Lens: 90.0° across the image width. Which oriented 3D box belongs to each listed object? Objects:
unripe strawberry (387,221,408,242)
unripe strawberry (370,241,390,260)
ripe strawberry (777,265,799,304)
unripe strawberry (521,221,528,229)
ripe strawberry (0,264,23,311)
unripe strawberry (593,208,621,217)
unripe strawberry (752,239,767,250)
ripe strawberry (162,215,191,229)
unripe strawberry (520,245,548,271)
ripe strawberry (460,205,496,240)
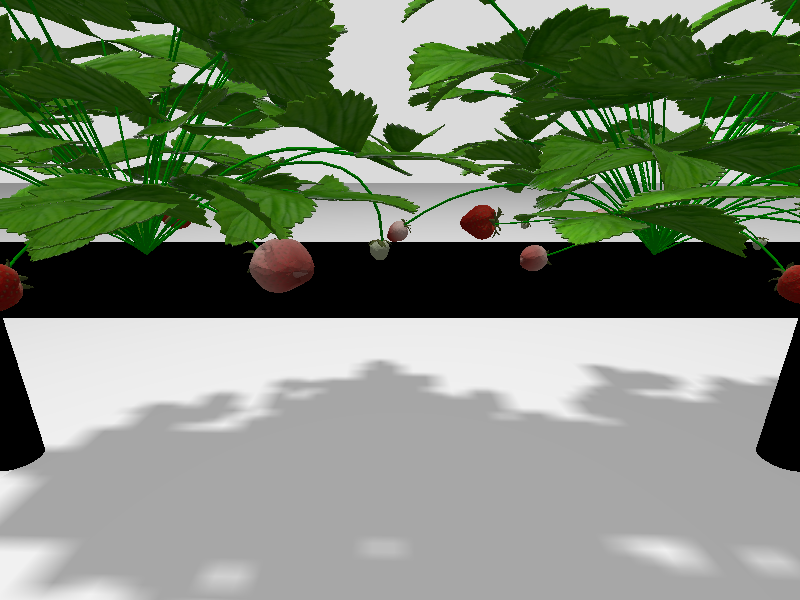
[{"bbox_3d":[-0.003,-0.069,0.411,0.023,0.020,0.023,-36,5,23],"label":"unripe strawberry"},{"bbox_3d":[-0.016,-0.038,0.309,0.016,0.015,0.014,4,18,11],"label":"unripe strawberry"},{"bbox_3d":[0.218,-0.008,0.217,0.018,0.021,0.020,1,31,3],"label":"ripe strawberry"},{"bbox_3d":[0.157,-0.095,0.504,0.010,0.011,0.011,-7,-28,-22],"label":"unripe strawberry"},{"bbox_3d":[-0.208,-0.005,0.198,0.030,0.027,0.027,-2,27,-6],"label":"ripe strawberry"},{"bbox_3d":[0.227,-0.089,0.451,0.035,0.030,0.035,0,17,1],"label":"unripe strawberry"},{"bbox_3d":[0.341,-0.053,0.380,0.011,0.011,0.010,-4,18,-13],"label":"unripe strawberry"},{"bbox_3d":[-0.293,-0.115,0.524,0.039,0.041,0.042,-6,18,-19],"label":"ripe strawberry"},{"bbox_3d":[0.097,-0.030,0.293,0.020,0.020,0.019,-9,20,-24],"label":"unripe strawberry"},{"bbox_3d":[0.083,-0.082,0.424,0.037,0.036,0.040,9,20,28],"label":"ripe strawberry"}]
